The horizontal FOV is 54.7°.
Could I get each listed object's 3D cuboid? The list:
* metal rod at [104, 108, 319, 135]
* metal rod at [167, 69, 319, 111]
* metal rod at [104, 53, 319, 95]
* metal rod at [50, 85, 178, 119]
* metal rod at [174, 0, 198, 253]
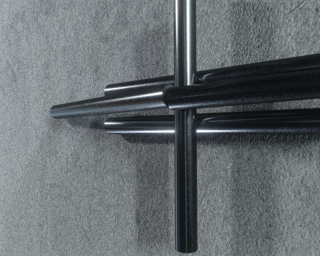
[{"bbox_3d":[0.043,-0.005,0.369,0.300,0.025,0.025,-1,90,39],"label":"metal rod"},{"bbox_3d":[0.144,-0.038,0.254,0.300,0.025,0.025,-3,88,29],"label":"metal rod"},{"bbox_3d":[0.043,-0.055,0.369,0.300,0.025,0.025,-1,90,39],"label":"metal rod"},{"bbox_3d":[-0.087,-0.031,0.443,0.300,0.025,0.025,-2,89,49],"label":"metal rod"},{"bbox_3d":[0.029,-0.013,0.348,0.025,0.025,0.298,-1,90,39],"label":"metal rod"}]
